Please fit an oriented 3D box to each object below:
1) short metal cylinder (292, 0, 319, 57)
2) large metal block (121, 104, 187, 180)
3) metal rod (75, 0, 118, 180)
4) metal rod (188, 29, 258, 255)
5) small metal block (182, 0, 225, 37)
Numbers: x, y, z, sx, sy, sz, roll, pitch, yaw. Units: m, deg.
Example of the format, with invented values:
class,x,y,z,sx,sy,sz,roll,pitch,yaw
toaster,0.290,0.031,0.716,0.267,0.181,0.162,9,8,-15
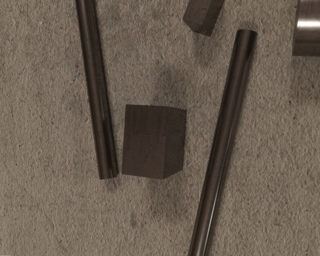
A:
class,x,y,z,sx,sy,sz,roll,pitch,yaw
short metal cylinder,0.169,-0.115,0.320,0.050,0.080,0.079,6,92,19
large metal block,-0.004,0.014,0.380,0.050,0.080,0.079,4,92,20
metal rod,-0.094,-0.077,0.440,0.025,0.025,0.298,-9,87,19
metal rod,0.075,0.031,0.382,0.025,0.025,0.298,13,94,19
small metal block,0.054,-0.145,0.376,0.025,0.050,0.050,23,98,18
